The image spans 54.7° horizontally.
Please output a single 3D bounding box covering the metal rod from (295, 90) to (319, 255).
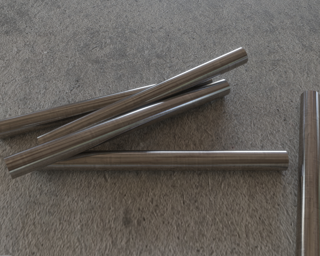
[{"bbox_3d":[0.169,0.065,0.349,0.025,0.025,0.300,14,51,11],"label":"metal rod"}]

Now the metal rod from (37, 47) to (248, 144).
[{"bbox_3d":[-0.013,-0.042,0.417,0.302,0.025,0.025,-25,54,-12],"label":"metal rod"}]

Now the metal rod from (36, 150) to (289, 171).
[{"bbox_3d":[-0.002,0.039,0.370,0.302,0.025,0.025,0,50,0],"label":"metal rod"}]

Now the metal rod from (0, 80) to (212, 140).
[{"bbox_3d":[-0.069,-0.034,0.431,0.302,0.025,0.025,-15,52,-13],"label":"metal rod"}]

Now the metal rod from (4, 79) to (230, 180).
[{"bbox_3d":[-0.032,-0.009,0.388,0.302,0.025,0.025,-22,53,-26],"label":"metal rod"}]
